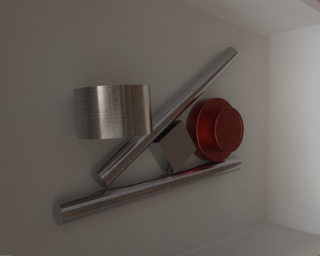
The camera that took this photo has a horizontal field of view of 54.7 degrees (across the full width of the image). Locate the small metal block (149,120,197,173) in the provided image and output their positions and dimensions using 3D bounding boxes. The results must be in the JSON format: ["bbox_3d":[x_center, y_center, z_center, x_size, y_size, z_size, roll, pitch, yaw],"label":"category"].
[{"bbox_3d":[0.017,0.024,0.420,0.050,0.025,0.050,-43,116,-32],"label":"small metal block"}]

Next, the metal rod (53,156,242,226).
[{"bbox_3d":[0.010,0.073,0.415,0.302,0.025,0.025,-7,95,-40],"label":"metal rod"}]

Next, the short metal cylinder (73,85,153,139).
[{"bbox_3d":[-0.049,-0.017,0.330,0.081,0.080,0.050,-7,95,-40],"label":"short metal cylinder"}]

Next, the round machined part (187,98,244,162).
[{"bbox_3d":[0.090,0.002,0.470,0.099,0.042,0.097,0,90,-40],"label":"round machined part"}]

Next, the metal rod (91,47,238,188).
[{"bbox_3d":[0.024,-0.031,0.427,0.301,0.025,0.025,-44,117,-31],"label":"metal rod"}]
